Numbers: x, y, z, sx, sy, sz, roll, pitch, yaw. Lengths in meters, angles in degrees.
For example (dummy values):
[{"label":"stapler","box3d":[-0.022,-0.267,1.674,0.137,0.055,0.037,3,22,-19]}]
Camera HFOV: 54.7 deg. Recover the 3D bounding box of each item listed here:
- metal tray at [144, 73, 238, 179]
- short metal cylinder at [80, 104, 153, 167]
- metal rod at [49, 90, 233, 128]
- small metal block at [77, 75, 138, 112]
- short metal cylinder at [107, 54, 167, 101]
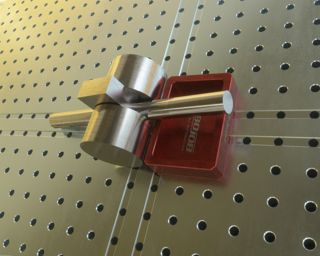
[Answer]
[{"label":"metal tray","box3d":[0.041,-0.006,0.387,0.090,0.030,0.130,1,62,28]},{"label":"short metal cylinder","box3d":[-0.054,0.012,0.393,0.080,0.080,0.050,2,63,29]},{"label":"metal rod","box3d":[-0.049,-0.020,0.416,0.300,0.025,0.025,-4,60,36]},{"label":"small metal block","box3d":[-0.065,-0.038,0.389,0.050,0.050,0.025,-4,60,36]},{"label":"short metal cylinder","box3d":[-0.035,-0.055,0.423,0.080,0.080,0.050,1,62,28]}]
